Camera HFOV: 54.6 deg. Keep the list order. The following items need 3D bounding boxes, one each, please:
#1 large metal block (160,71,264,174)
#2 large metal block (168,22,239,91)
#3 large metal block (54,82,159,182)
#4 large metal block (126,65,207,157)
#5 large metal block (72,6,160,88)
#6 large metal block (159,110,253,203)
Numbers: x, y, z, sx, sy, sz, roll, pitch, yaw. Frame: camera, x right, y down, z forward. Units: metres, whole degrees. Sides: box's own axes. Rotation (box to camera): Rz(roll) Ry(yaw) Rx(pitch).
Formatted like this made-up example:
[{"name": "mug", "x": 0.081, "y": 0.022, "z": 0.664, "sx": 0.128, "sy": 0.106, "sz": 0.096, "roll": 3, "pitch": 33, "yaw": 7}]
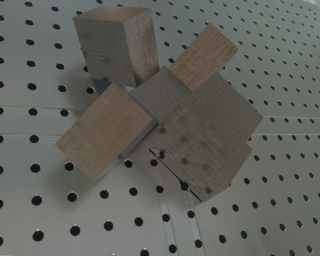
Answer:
[{"name": "large metal block", "x": 0.062, "y": -0.008, "z": 0.364, "sx": 0.080, "sy": 0.050, "sz": 0.080, "roll": 45, "pitch": 50, "yaw": 2}, {"name": "large metal block", "x": 0.062, "y": -0.095, "z": 0.443, "sx": 0.050, "sy": 0.080, "sz": 0.080, "roll": 44, "pitch": 11, "yaw": 2}, {"name": "large metal block", "x": -0.049, "y": 0.003, "z": 0.324, "sx": 0.050, "sy": 0.080, "sz": 0.080, "roll": 44, "pitch": 93, "yaw": 3}, {"name": "large metal block", "x": 0.002, "y": -0.023, "z": 0.407, "sx": 0.080, "sy": 0.050, "sz": 0.080, "roll": 44, "pitch": 51, "yaw": 2}, {"name": "large metal block", "x": -0.052, "y": -0.103, "z": 0.388, "sx": 0.080, "sy": 0.080, "sz": 0.050, "roll": 17, "pitch": 43, "yaw": 31}, {"name": "large metal block", "x": 0.060, "y": 0.034, "z": 0.402, "sx": 0.080, "sy": 0.050, "sz": 0.080, "roll": 44, "pitch": 50, "yaw": 4}]
